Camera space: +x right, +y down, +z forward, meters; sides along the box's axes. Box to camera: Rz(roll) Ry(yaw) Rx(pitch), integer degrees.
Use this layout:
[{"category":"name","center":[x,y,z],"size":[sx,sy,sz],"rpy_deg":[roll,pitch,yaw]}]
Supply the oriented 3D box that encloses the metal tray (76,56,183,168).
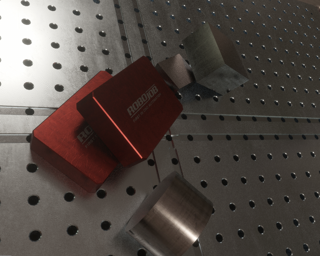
[{"category":"metal tray","center":[-0.028,-0.025,0.373],"size":[0.090,0.030,0.131],"rpy_deg":[53,36,-11]}]

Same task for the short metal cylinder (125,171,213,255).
[{"category":"short metal cylinder","center":[0.009,0.092,0.323],"size":[0.050,0.080,0.080],"rpy_deg":[41,51,-1]}]

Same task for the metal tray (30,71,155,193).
[{"category":"metal tray","center":[-0.073,-0.001,0.367],"size":[0.090,0.030,0.130],"rpy_deg":[38,51,-3]}]

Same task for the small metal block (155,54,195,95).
[{"category":"small metal block","center":[0.023,-0.080,0.471],"size":[0.050,0.025,0.050],"rpy_deg":[-33,80,-38]}]

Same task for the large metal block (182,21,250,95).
[{"category":"large metal block","center":[0.088,-0.107,0.490],"size":[0.080,0.050,0.080],"rpy_deg":[14,52,-49]}]
